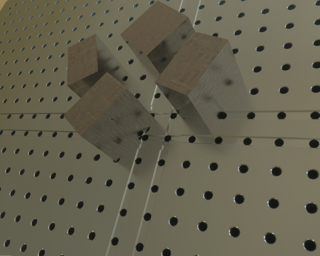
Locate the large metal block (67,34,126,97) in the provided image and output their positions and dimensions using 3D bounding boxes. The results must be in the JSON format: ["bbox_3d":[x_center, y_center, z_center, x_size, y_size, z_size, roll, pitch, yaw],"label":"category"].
[{"bbox_3d":[-0.094,-0.080,0.473,0.050,0.080,0.080,-22,54,15],"label":"large metal block"}]

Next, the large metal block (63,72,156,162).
[{"bbox_3d":[-0.065,-0.013,0.416,0.080,0.080,0.050,-47,51,-4],"label":"large metal block"}]

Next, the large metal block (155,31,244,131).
[{"bbox_3d":[0.052,-0.056,0.381,0.050,0.080,0.080,28,77,37],"label":"large metal block"}]

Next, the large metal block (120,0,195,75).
[{"bbox_3d":[-0.001,-0.139,0.479,0.080,0.050,0.080,-43,51,-2],"label":"large metal block"}]
